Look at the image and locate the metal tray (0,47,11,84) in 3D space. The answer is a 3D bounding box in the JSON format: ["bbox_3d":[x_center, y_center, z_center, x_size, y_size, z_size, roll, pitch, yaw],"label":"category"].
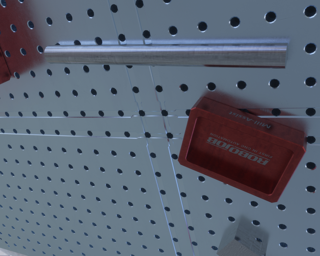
[{"bbox_3d":[-0.280,-0.115,0.441,0.030,0.090,0.129,5,121,25],"label":"metal tray"}]

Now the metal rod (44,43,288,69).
[{"bbox_3d":[-0.013,-0.086,0.363,0.301,0.025,0.025,6,121,24],"label":"metal rod"}]

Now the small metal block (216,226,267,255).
[{"bbox_3d":[0.121,0.181,0.459,0.050,0.025,0.050,34,129,5],"label":"small metal block"}]

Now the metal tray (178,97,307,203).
[{"bbox_3d":[0.094,0.027,0.374,0.130,0.030,0.089,22,127,14],"label":"metal tray"}]
